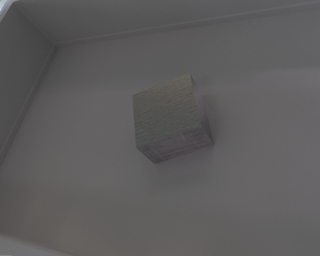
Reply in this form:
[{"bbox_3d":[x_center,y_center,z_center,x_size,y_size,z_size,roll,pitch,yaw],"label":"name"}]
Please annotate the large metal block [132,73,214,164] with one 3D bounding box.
[{"bbox_3d":[0.015,-0.011,0.389,0.080,0.050,0.080,-19,54,17],"label":"large metal block"}]
